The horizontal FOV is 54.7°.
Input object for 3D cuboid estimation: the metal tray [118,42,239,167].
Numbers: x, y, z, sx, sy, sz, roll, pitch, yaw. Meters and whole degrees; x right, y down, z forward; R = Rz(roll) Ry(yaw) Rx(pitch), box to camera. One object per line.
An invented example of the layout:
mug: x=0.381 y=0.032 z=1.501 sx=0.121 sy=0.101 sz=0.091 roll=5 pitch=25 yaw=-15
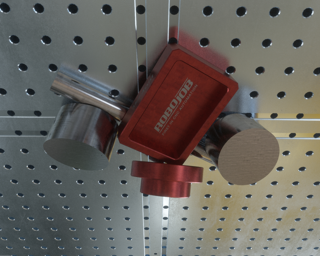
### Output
metal tray: x=0.019 y=-0.023 z=0.370 sx=0.090 sy=0.030 sz=0.129 roll=25 pitch=112 yaw=-20

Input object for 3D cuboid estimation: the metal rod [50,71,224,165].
metal rod: x=0.004 y=0.005 z=0.415 sx=0.302 sy=0.025 sz=0.025 roll=25 pitch=126 yaw=-20

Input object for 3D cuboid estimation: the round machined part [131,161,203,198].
round machined part: x=0.009 y=0.071 z=0.425 sx=0.099 sy=0.042 sz=0.098 roll=6 pitch=173 yaw=1

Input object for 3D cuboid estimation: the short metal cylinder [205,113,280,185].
short metal cylinder: x=0.105 y=0.027 z=0.403 sx=0.081 sy=0.050 sz=0.079 roll=-4 pitch=114 yaw=-10

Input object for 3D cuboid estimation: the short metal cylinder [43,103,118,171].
short metal cylinder: x=-0.097 y=0.013 z=0.390 sx=0.080 sy=0.050 sz=0.080 roll=8 pitch=147 yaw=5
